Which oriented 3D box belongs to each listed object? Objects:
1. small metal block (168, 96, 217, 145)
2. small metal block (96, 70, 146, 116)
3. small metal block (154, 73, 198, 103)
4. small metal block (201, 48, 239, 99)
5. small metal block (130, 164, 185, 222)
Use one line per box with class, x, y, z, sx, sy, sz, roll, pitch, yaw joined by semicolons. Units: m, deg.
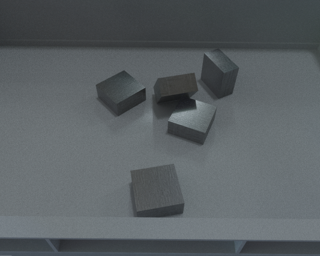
small metal block;0.043;-0.011;0.415;0.050;0.025;0.050;19;52;14
small metal block;-0.056;-0.051;0.447;0.050;0.025;0.050;-33;58;-25
small metal block;0.021;-0.055;0.432;0.050;0.050;0.025;-10;86;-9
small metal block;0.087;-0.080;0.457;0.025;0.050;0.050;-22;54;-17
small metal block;-0.004;0.071;0.345;0.050;0.025;0.050;-8;51;-8
